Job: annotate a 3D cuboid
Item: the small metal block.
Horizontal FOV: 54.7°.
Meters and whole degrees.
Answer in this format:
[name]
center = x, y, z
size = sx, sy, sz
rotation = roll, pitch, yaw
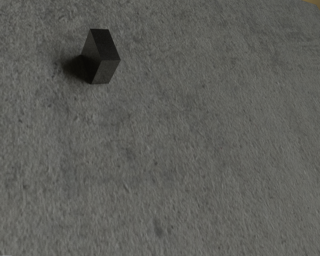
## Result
[small metal block]
center = -0.078, -0.092, 0.403
size = 0.025, 0.050, 0.050
rotation = -9, 67, -33
